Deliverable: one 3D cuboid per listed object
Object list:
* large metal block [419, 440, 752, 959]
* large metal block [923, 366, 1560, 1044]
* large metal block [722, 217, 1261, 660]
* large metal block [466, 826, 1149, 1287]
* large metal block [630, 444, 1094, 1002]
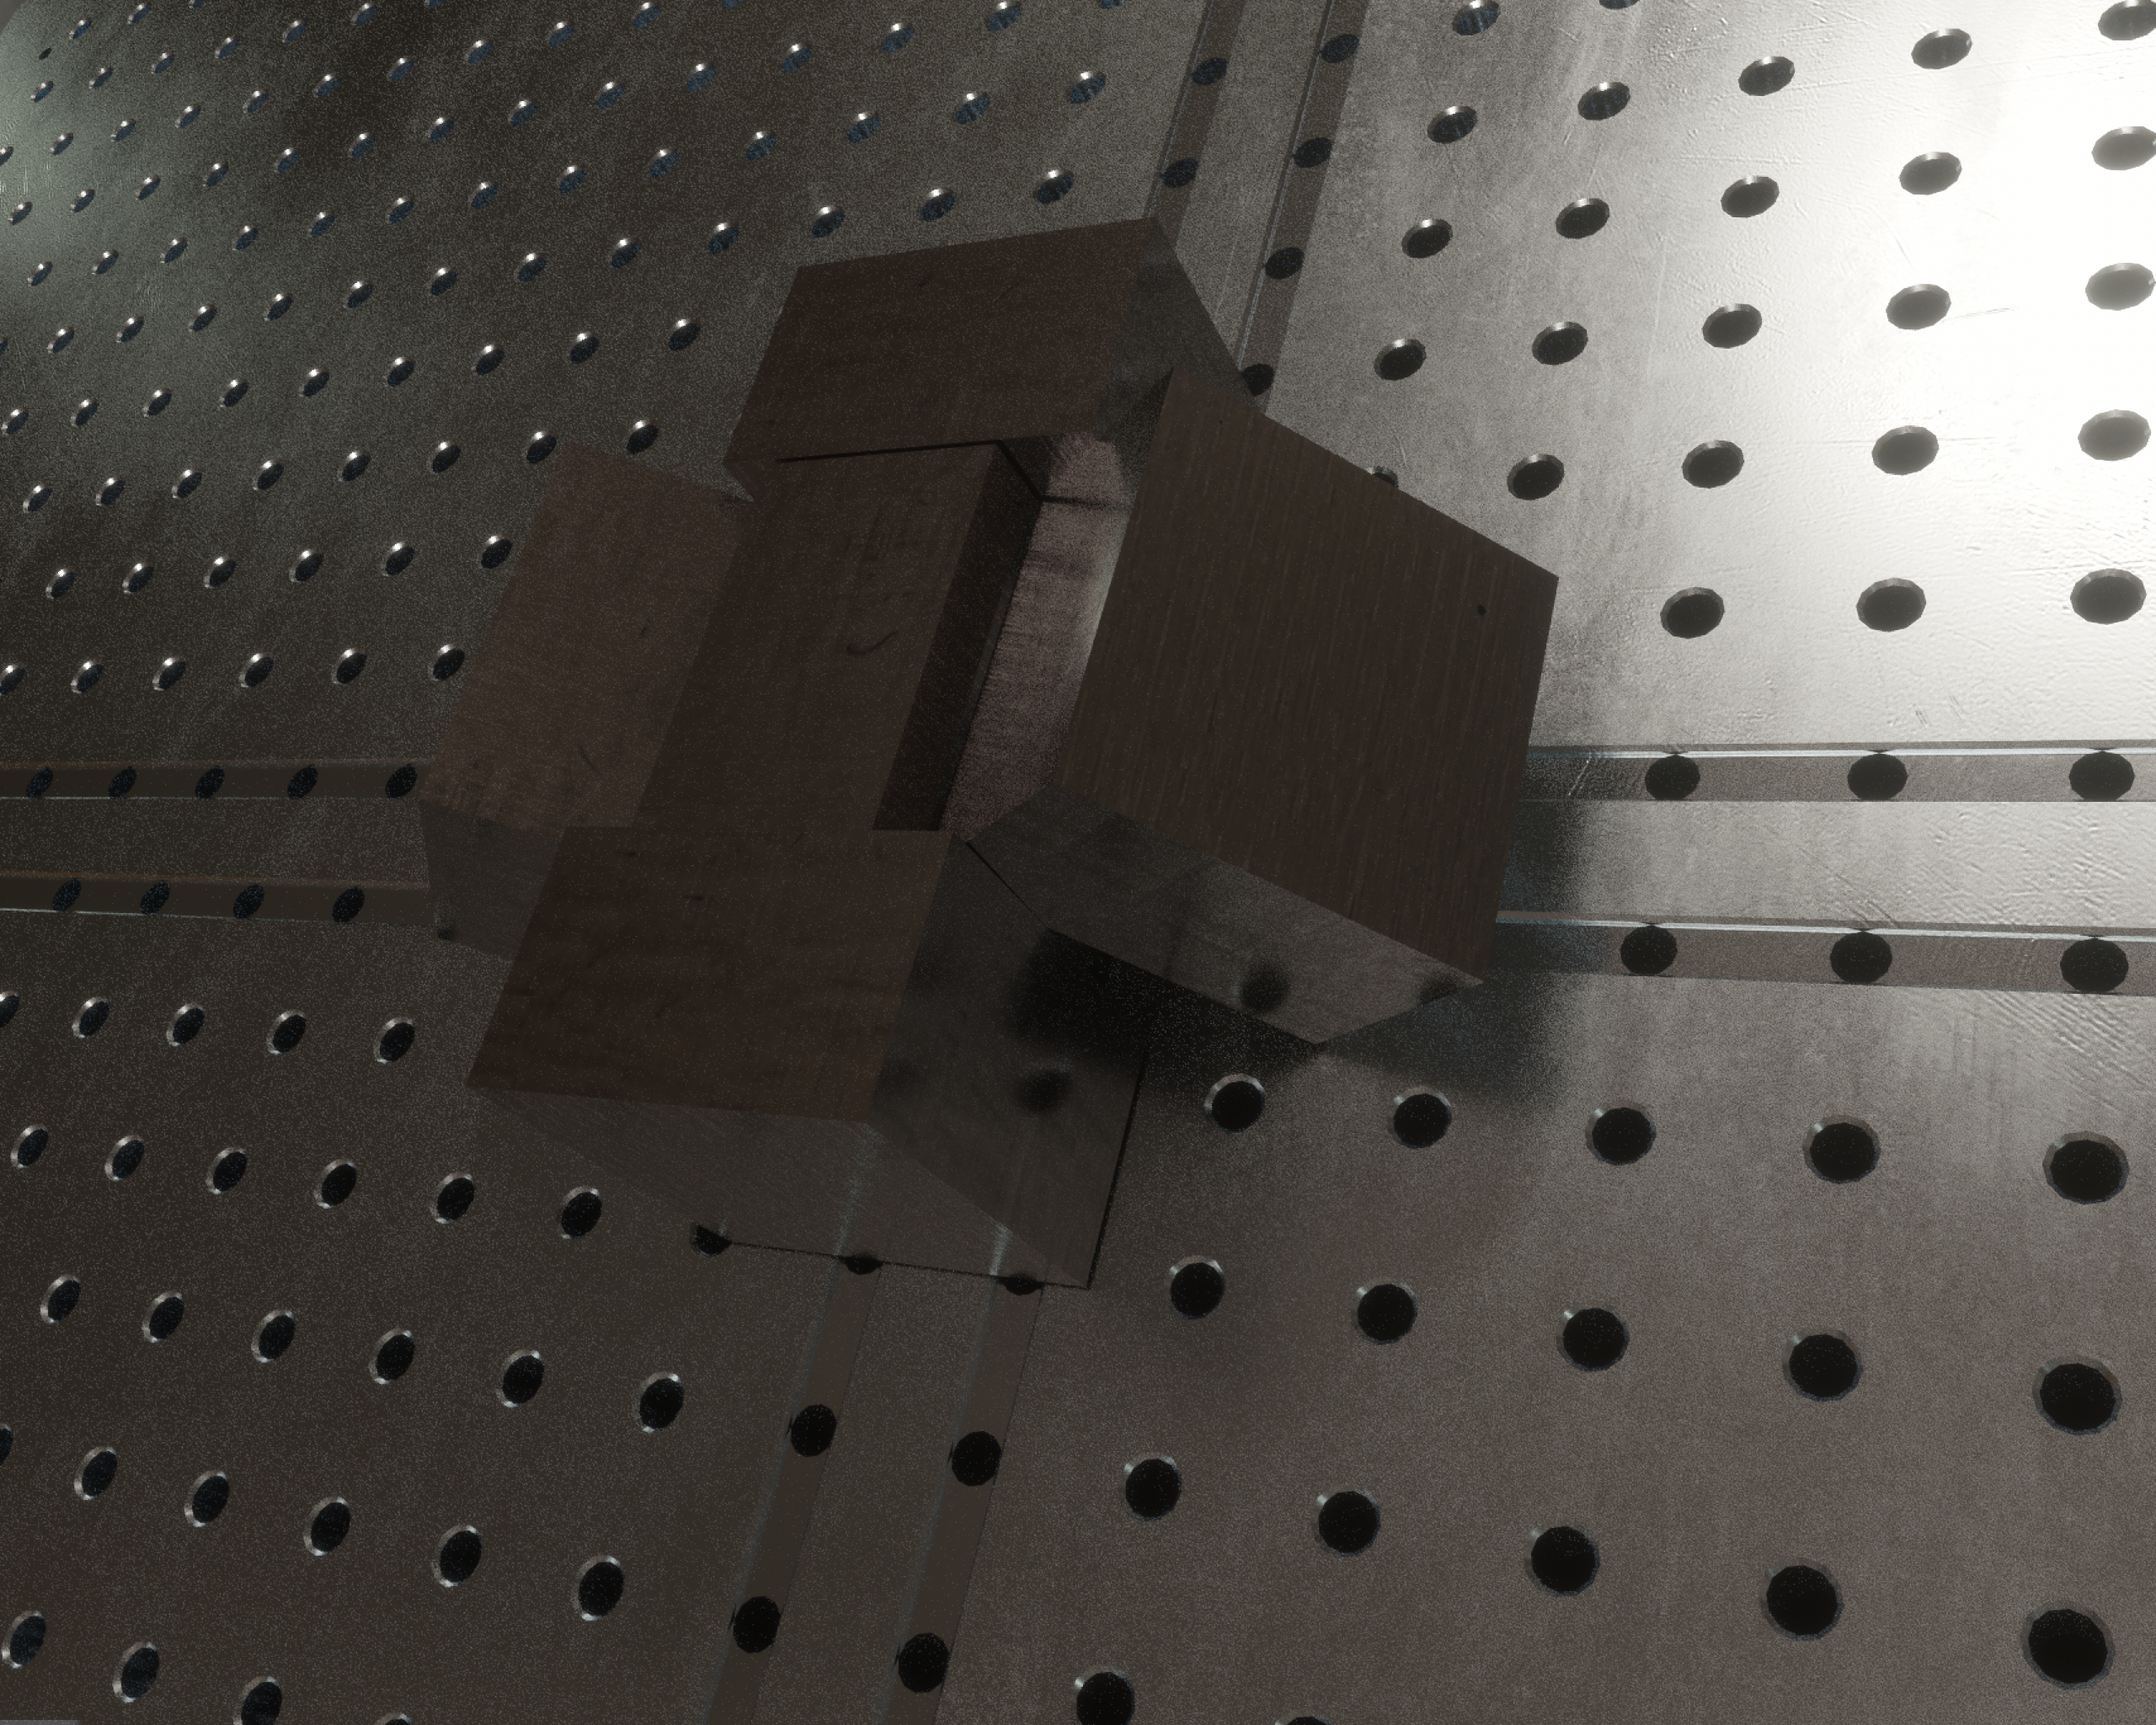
[{"bbox_3d":[-0.094,-0.025,0.428,0.050,0.080,0.080,18,66,-7],"label":"large metal block"},{"bbox_3d":[0.030,-0.024,0.360,0.050,0.080,0.080,-32,38,58],"label":"large metal block"},{"bbox_3d":[-0.010,-0.079,0.424,0.080,0.080,0.050,1,63,28],"label":"large metal block"},{"bbox_3d":[-0.045,0.035,0.372,0.080,0.080,0.050,1,63,28],"label":"large metal block"},{"bbox_3d":[-0.030,-0.021,0.399,0.050,0.080,0.080,1,62,28],"label":"large metal block"}]
